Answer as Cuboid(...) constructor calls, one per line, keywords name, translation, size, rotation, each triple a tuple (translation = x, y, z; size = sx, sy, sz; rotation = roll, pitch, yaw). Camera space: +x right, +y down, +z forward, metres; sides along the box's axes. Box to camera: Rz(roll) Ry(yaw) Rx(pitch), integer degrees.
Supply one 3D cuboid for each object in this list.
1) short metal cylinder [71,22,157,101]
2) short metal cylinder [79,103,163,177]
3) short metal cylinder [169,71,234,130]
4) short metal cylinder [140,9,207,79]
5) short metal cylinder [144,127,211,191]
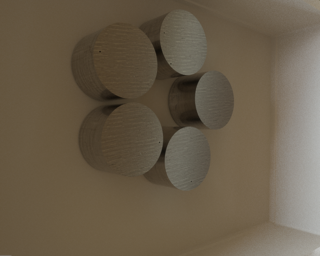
Cuboid(name="short metal cylinder", translation=(-0.050, -0.071, 0.346), size=(0.081, 0.050, 0.080), rotation=(0, 90, -40))
Cuboid(name="short metal cylinder", translation=(-0.043, 0.012, 0.351), size=(0.081, 0.050, 0.080), rotation=(0, 90, -40))
Cuboid(name="short metal cylinder", translation=(0.059, -0.038, 0.437), size=(0.081, 0.050, 0.080), rotation=(0, 90, -40))
Cuboid(name="short metal cylinder", translation=(0.015, -0.105, 0.399), size=(0.081, 0.050, 0.080), rotation=(0, 90, -40))
Cuboid(name="short metal cylinder", translation=(0.020, 0.038, 0.405), size=(0.081, 0.050, 0.080), rotation=(0, 90, -40))
